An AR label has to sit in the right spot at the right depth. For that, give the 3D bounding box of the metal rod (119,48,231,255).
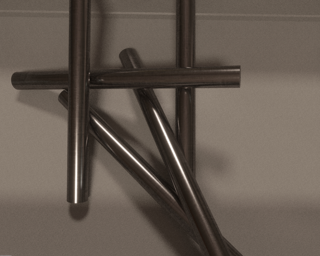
[{"bbox_3d":[0.005,0.012,0.373,0.025,0.025,0.299,-20,59,-7],"label":"metal rod"}]

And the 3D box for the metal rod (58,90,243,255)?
[{"bbox_3d":[-0.024,0.050,0.373,0.025,0.025,0.300,-43,69,-14],"label":"metal rod"}]

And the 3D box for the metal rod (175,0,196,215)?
[{"bbox_3d":[0.032,-0.045,0.388,0.025,0.025,0.298,1,84,0],"label":"metal rod"}]

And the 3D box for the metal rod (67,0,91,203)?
[{"bbox_3d":[-0.097,-0.061,0.372,0.025,0.025,0.298,1,92,0],"label":"metal rod"}]

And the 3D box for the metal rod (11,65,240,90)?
[{"bbox_3d":[-0.055,-0.062,0.389,0.301,0.025,0.025,2,69,17],"label":"metal rod"}]
